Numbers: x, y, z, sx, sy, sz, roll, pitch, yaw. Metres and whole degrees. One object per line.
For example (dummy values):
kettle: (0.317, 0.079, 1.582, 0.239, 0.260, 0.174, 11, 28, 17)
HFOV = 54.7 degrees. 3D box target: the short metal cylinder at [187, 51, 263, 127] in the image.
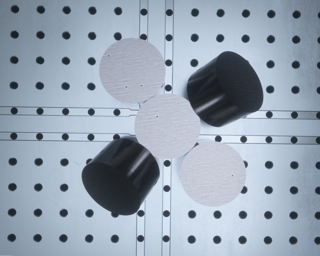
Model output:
short metal cylinder: (0.080, -0.047, 0.382, 0.081, 0.050, 0.080, 16, 61, -31)

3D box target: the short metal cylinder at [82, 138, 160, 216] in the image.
short metal cylinder: (-0.047, 0.060, 0.380, 0.080, 0.050, 0.079, 15, 127, 21)

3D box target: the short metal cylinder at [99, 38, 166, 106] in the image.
short metal cylinder: (-0.034, -0.070, 0.400, 0.081, 0.050, 0.079, 0, 90, -1)

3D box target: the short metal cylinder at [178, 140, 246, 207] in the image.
short metal cylinder: (0.065, 0.056, 0.402, 0.081, 0.050, 0.079, 0, 90, -1)

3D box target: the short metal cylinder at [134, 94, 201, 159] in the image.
short metal cylinder: (0.009, -0.002, 0.401, 0.081, 0.050, 0.079, 0, 90, -1)
